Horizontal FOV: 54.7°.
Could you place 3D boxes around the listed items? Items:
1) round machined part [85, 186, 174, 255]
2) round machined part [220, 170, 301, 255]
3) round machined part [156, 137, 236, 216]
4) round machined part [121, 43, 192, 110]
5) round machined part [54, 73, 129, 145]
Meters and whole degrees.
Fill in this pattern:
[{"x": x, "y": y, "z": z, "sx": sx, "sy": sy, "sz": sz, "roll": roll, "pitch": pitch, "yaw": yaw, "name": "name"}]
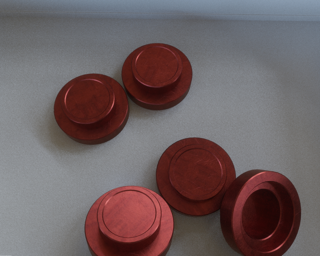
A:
[{"x": -0.033, "y": 0.104, "z": 0.342, "sx": 0.099, "sy": 0.042, "sz": 0.098, "roll": 2, "pitch": 45, "yaw": -2, "name": "round machined part"}, {"x": 0.108, "y": 0.096, "z": 0.352, "sx": 0.099, "sy": 0.042, "sz": 0.097, "roll": 1, "pitch": 88, "yaw": -25, "name": "round machined part"}, {"x": 0.044, "y": 0.058, "z": 0.380, "sx": 0.099, "sy": 0.042, "sz": 0.098, "roll": 0, "pitch": 70, "yaw": 0, "name": "round machined part"}, {"x": -0.004, "y": -0.077, "z": 0.429, "sx": 0.099, "sy": 0.042, "sz": 0.098, "roll": 0, "pitch": 70, "yaw": 0, "name": "round machined part"}, {"x": -0.092, "y": -0.030, "z": 0.411, "sx": 0.099, "sy": 0.042, "sz": 0.098, "roll": 0, "pitch": 70, "yaw": 0, "name": "round machined part"}]
